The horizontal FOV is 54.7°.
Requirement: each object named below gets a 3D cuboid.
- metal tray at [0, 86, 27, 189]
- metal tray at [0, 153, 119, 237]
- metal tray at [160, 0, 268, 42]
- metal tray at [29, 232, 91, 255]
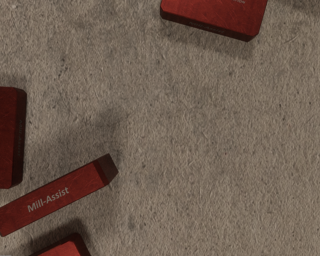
[{"bbox_3d":[-0.229,0.011,0.404,0.091,0.030,0.129,3,90,-1],"label":"metal tray"},{"bbox_3d":[-0.120,0.076,0.375,0.131,0.090,0.030,-26,91,0],"label":"metal tray"},{"bbox_3d":[0.074,-0.176,0.408,0.131,0.030,0.090,15,90,-1],"label":"metal tray"},{"bbox_3d":[-0.149,0.209,0.406,0.131,0.030,0.090,-27,90,-1],"label":"metal tray"}]
